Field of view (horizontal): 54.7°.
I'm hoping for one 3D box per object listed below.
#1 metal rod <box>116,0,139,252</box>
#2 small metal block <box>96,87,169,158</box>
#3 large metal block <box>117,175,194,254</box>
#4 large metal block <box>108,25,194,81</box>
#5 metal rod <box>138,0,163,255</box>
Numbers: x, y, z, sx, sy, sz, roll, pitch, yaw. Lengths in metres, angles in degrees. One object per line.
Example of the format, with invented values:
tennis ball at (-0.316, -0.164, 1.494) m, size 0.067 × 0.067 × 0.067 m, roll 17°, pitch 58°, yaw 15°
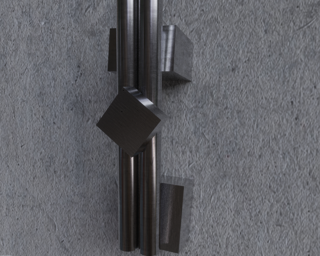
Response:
metal rod at (-0.035, -0.008, 0.345) m, size 0.025 × 0.025 × 0.298 m, roll 3°, pitch 98°, yaw 20°
small metal block at (-0.028, -0.007, 0.316) m, size 0.050 × 0.025 × 0.050 m, roll 41°, pitch 109°, yaw 9°
large metal block at (-0.004, 0.104, 0.398) m, size 0.080 × 0.050 × 0.079 m, roll 5°, pitch 92°, yaw 20°
large metal block at (-0.008, -0.089, 0.384) m, size 0.080 × 0.080 × 0.050 m, roll 4°, pitch 91°, yaw 20°
metal rod at (-0.011, -0.007, 0.336) m, size 0.025 × 0.025 × 0.298 m, roll 3°, pitch 98°, yaw 20°
